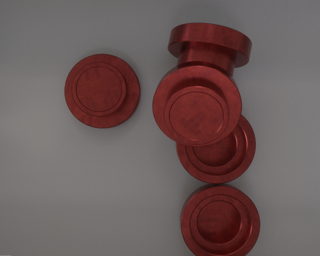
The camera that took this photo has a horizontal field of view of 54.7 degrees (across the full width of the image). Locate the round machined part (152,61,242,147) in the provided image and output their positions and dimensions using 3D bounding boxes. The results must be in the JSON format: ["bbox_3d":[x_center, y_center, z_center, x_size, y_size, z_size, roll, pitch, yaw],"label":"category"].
[{"bbox_3d":[0.040,-0.021,0.341,0.099,0.042,0.097,3,117,6],"label":"round machined part"}]

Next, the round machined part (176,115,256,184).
[{"bbox_3d":[0.070,0.020,0.403,0.099,0.042,0.097,0,90,0],"label":"round machined part"}]

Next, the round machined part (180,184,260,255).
[{"bbox_3d":[0.075,0.120,0.403,0.099,0.042,0.097,0,90,0],"label":"round machined part"}]

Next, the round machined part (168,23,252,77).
[{"bbox_3d":[0.057,-0.086,0.374,0.099,0.098,0.042,11,87,0],"label":"round machined part"}]

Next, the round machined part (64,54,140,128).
[{"bbox_3d":[-0.075,-0.048,0.402,0.099,0.042,0.097,0,90,0],"label":"round machined part"}]
